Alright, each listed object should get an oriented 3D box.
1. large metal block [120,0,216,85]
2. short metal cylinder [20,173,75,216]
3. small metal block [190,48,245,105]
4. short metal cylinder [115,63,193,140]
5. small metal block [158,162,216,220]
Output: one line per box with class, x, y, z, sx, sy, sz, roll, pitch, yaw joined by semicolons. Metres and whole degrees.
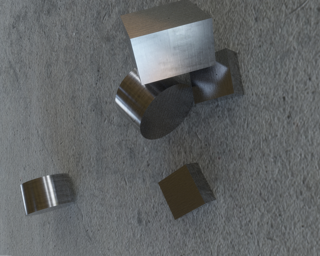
large metal block;0.007;-0.097;0.338;0.080;0.080;0.050;-112;7;-53
short metal cylinder;-0.190;0.113;0.526;0.080;0.081;0.050;-28;73;36
small metal block;0.063;-0.057;0.353;0.050;0.025;0.050;-14;82;39
short metal cylinder;-0.006;-0.033;0.374;0.050;0.081;0.080;44;117;31
small metal block;0.032;0.077;0.379;0.050;0.025;0.050;-39;66;33
